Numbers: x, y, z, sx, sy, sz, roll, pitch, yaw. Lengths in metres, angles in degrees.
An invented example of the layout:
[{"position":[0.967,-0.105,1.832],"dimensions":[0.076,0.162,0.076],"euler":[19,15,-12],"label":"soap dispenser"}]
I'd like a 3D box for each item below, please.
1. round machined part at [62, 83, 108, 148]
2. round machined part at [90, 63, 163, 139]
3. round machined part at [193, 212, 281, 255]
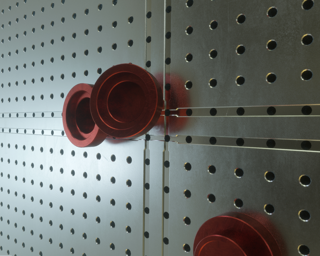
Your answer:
[{"position":[-0.106,-0.019,0.483],"dimensions":[0.098,0.042,0.097],"euler":[0,90,40],"label":"round machined part"},{"position":[-0.041,-0.034,0.418],"dimensions":[0.098,0.042,0.097],"euler":[-2,85,21],"label":"round machined part"},{"position":[0.076,0.144,0.334],"dimensions":[0.098,0.042,0.097],"euler":[0,90,39],"label":"round machined part"}]
